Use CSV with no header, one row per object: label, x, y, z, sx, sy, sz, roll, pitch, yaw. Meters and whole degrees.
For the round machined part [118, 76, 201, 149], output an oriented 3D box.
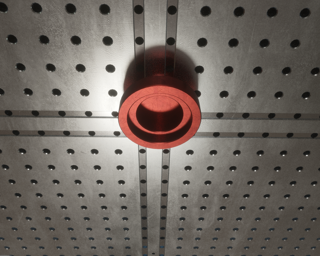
round machined part,0.000,-0.023,0.381,0.099,0.042,0.097,-1,130,0
